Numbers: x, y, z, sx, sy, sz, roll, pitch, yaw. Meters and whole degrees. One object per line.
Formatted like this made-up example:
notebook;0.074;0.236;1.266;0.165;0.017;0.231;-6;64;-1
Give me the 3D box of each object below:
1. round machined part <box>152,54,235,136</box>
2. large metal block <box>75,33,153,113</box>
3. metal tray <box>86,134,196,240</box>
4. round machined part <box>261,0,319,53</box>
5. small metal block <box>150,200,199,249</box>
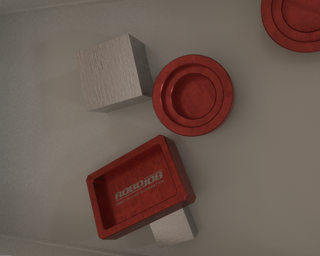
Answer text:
round machined part;0.044;-0.039;0.386;0.098;0.042;0.097;0;90;19
large metal block;-0.059;-0.070;0.417;0.080;0.050;0.080;-14;85;19
metal tray;-0.029;0.078;0.401;0.130;0.030;0.090;-30;60;17
round machined part;0.162;-0.133;0.335;0.098;0.042;0.097;7;109;20
small metal block;0.016;0.123;0.404;0.050;0.025;0.050;-23;83;18
